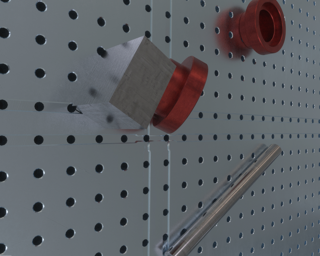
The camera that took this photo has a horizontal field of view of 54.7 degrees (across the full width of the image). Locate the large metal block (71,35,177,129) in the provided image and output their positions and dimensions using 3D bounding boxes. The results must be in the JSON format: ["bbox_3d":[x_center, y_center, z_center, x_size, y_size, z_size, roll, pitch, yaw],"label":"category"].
[{"bbox_3d":[-0.040,-0.046,0.340,0.050,0.080,0.080,38,67,-34],"label":"large metal block"}]

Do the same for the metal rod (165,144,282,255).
[{"bbox_3d":[0.119,0.110,0.508,0.302,0.025,0.025,-34,111,-35],"label":"metal rod"}]

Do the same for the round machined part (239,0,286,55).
[{"bbox_3d":[0.178,-0.178,0.546,0.099,0.042,0.097,0,90,-40],"label":"round machined part"}]

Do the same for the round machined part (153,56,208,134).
[{"bbox_3d":[0.014,-0.045,0.379,0.042,0.098,0.098,27,72,-13],"label":"round machined part"}]
